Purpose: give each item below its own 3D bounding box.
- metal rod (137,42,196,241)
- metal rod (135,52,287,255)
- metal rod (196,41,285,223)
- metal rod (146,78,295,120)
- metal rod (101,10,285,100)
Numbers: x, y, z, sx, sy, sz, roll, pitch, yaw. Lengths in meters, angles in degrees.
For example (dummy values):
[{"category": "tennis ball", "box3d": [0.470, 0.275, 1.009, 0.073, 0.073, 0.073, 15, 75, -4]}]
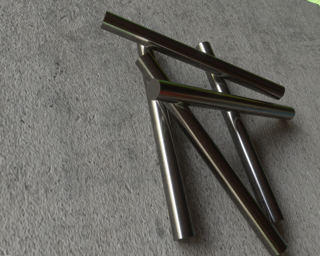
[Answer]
[{"category": "metal rod", "box3d": [0.001, -0.009, 0.409, 0.025, 0.025, 0.299, 3, 60, -27]}, {"category": "metal rod", "box3d": [0.064, 0.031, 0.398, 0.025, 0.025, 0.299, -33, 86, -38]}, {"category": "metal rod", "box3d": [0.113, -0.007, 0.468, 0.025, 0.025, 0.299, -3, 63, -30]}, {"category": "metal rod", "box3d": [0.108, -0.034, 0.443, 0.302, 0.025, 0.025, 4, 59, -40]}, {"category": "metal rod", "box3d": [0.061, -0.102, 0.464, 0.302, 0.025, 0.025, 18, 55, -18]}]
